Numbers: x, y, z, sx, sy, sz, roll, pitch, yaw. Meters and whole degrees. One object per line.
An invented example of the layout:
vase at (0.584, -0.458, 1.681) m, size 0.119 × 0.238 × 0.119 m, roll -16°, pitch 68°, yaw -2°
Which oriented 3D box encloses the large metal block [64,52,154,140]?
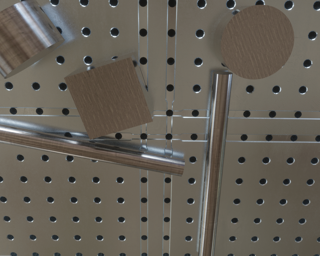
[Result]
large metal block at (-0.059, -0.041, 0.384) m, size 0.080 × 0.050 × 0.080 m, roll -16°, pitch 110°, yaw 6°

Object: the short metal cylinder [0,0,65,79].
short metal cylinder at (-0.156, -0.098, 0.346) m, size 0.080 × 0.080 × 0.050 m, roll -31°, pitch 107°, yaw 10°

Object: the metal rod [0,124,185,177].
metal rod at (-0.116, 0.026, 0.421) m, size 0.302 × 0.025 × 0.025 m, roll 11°, pitch 110°, yaw -5°

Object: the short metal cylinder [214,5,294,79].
short metal cylinder at (0.107, -0.101, 0.364) m, size 0.081 × 0.050 × 0.079 m, roll 0°, pitch 110°, yaw 0°

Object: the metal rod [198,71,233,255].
metal rod at (0.075, 0.070, 0.439) m, size 0.025 × 0.025 × 0.298 m, roll 1°, pitch 110°, yaw -1°
